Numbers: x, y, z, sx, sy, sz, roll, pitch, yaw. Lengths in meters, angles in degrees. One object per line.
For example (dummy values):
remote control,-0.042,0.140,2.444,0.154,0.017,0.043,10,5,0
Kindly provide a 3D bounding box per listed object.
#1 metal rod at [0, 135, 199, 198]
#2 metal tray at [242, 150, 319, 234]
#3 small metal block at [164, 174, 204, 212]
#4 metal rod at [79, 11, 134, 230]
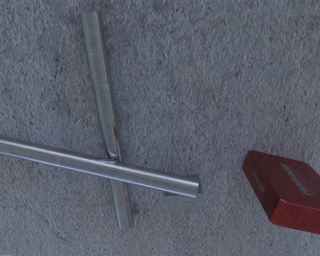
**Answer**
metal rod,-0.100,0.046,0.403,0.302,0.025,0.025,12,110,4
metal tray,0.164,0.075,0.383,0.091,0.130,0.030,13,110,-5
small metal block,0.032,0.090,0.430,0.050,0.050,0.025,-5,110,2
metal rod,-0.066,0.005,0.410,0.025,0.025,0.298,-6,110,2
